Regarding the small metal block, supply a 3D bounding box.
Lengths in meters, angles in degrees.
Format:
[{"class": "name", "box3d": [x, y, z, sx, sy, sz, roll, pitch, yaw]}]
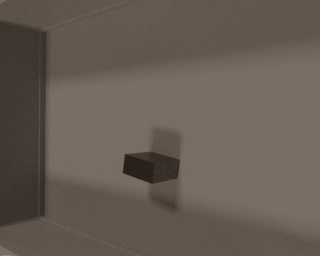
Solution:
[{"class": "small metal block", "box3d": [-0.011, 0.049, 0.398, 0.050, 0.050, 0.025, 12, 98, 39]}]
